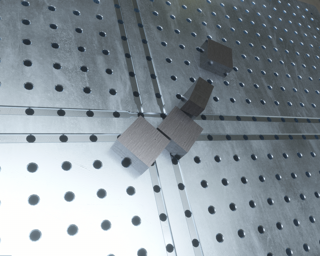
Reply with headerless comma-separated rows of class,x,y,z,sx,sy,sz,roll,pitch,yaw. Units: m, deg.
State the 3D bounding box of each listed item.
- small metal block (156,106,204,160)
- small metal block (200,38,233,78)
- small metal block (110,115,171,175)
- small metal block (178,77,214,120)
small metal block,0.023,0.006,0.419,0.050,0.025,0.050,40,51,-1
small metal block,0.098,-0.121,0.537,0.050,0.025,0.050,18,54,-18
small metal block,-0.024,0.021,0.384,0.050,0.025,0.050,41,51,-1
small metal block,0.047,-0.037,0.442,0.025,0.050,0.050,33,51,-7
